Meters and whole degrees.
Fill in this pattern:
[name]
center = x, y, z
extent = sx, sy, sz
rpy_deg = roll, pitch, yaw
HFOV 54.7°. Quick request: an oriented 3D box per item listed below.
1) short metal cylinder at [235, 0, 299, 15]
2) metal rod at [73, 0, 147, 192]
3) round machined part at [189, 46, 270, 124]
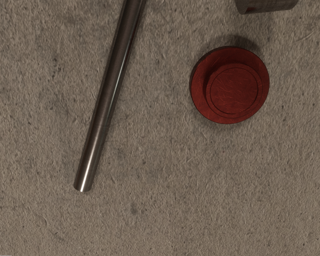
[short metal cylinder]
center = 0.110, -0.163, 0.322
extent = 0.050, 0.080, 0.079
rpy_deg = -6, 110, 2
[metal rod]
center = -0.063, -0.050, 0.390
extent = 0.025, 0.025, 0.298
rpy_deg = 17, 109, -7
[round machined part]
center = 0.087, -0.050, 0.384
extent = 0.099, 0.042, 0.097
rpy_deg = 0, 110, -1
